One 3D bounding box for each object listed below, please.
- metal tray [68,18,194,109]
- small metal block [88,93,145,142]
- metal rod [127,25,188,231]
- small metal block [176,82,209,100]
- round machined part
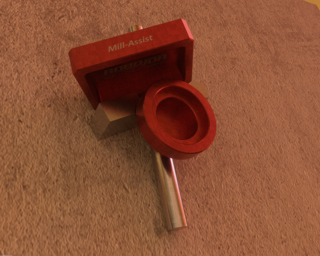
[{"bbox_3d":[-0.028,-0.070,0.363,0.131,0.090,0.030,-17,67,-4],"label":"metal tray"},{"bbox_3d":[-0.051,-0.013,0.370,0.050,0.050,0.025,-21,73,-36],"label":"small metal block"},{"bbox_3d":[-0.009,-0.018,0.413,0.025,0.025,0.299,2,61,-28],"label":"metal rod"},{"bbox_3d":[0.031,-0.040,0.432,0.050,0.050,0.025,-2,63,-29],"label":"small metal block"},{"bbox_3d":[0.016,-0.007,0.373,0.099,0.042,0.098,14,59,-24],"label":"round machined part"}]
